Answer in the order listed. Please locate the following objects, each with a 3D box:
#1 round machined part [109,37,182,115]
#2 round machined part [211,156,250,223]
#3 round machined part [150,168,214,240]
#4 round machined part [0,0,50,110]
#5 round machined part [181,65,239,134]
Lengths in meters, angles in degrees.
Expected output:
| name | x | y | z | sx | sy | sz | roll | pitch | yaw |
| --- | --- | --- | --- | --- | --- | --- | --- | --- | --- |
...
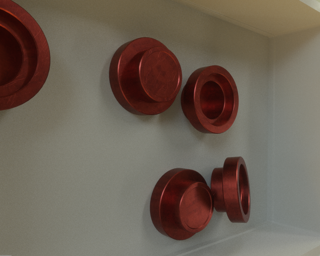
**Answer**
| name | x | y | z | sx | sy | sz | roll | pitch | yaw |
| --- | --- | --- | --- | --- | --- | --- | --- | --- | --- |
| round machined part | -0.010 | -0.065 | 0.388 | 0.099 | 0.042 | 0.097 | 0 | 90 | -40 |
| round machined part | 0.107 | 0.094 | 0.472 | 0.098 | 0.042 | 0.097 | -7 | 90 | -66 |
| round machined part | 0.037 | 0.106 | 0.430 | 0.099 | 0.042 | 0.097 | 0 | 90 | -40 |
| round machined part | -0.152 | -0.063 | 0.269 | 0.099 | 0.042 | 0.097 | 0 | 90 | -40 |
| round machined part | 0.069 | -0.040 | 0.456 | 0.099 | 0.042 | 0.097 | 0 | 90 | -40 |
